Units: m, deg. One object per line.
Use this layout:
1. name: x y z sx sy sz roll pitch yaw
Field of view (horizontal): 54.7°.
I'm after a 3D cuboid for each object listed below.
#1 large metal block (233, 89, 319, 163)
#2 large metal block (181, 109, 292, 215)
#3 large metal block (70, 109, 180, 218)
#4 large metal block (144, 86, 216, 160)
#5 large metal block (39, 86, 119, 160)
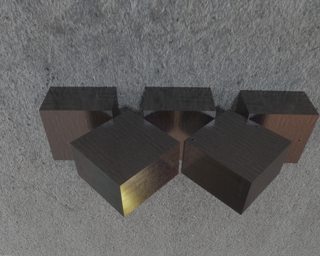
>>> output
1. large metal block: 0.139 -0.001 0.394 0.081 0.050 0.079 1 130 -2
2. large metal block: 0.081 0.033 0.339 0.080 0.081 0.050 33 138 32
3. large metal block: -0.036 0.034 0.335 0.081 0.080 0.050 -34 141 -33
4. large metal block: 0.022 -0.005 0.389 0.081 0.050 0.079 1 130 -1
5. large metal block: -0.094 -0.005 0.387 0.081 0.050 0.079 0 130 -1
